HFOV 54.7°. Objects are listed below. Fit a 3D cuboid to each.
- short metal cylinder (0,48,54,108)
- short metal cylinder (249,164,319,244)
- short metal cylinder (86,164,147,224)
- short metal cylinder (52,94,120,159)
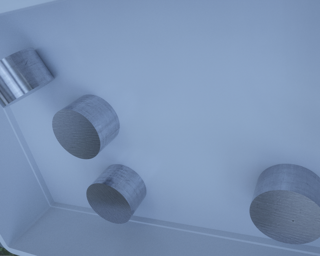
[{"bbox_3d":[-0.198,-0.070,0.434,0.080,0.080,0.050,-21,107,36],"label":"short metal cylinder"},{"bbox_3d":[0.152,0.089,0.368,0.080,0.050,0.079,13,124,21],"label":"short metal cylinder"},{"bbox_3d":[-0.069,0.105,0.494,0.080,0.050,0.079,13,124,21],"label":"short metal cylinder"},{"bbox_3d":[-0.106,-0.002,0.447,0.080,0.050,0.079,13,124,21],"label":"short metal cylinder"}]
